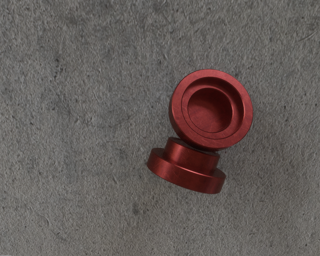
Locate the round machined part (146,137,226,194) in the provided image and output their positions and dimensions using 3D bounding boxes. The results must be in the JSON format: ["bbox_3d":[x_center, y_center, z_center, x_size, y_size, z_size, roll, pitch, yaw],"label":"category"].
[{"bbox_3d":[0.036,0.042,0.388,0.099,0.098,0.042,18,96,-7],"label":"round machined part"}]

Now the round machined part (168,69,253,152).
[{"bbox_3d":[0.058,-0.019,0.378,0.099,0.042,0.098,3,75,-10],"label":"round machined part"}]
